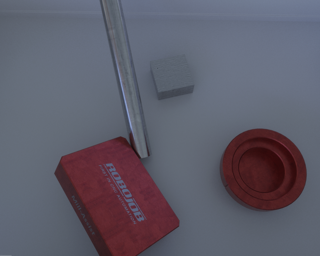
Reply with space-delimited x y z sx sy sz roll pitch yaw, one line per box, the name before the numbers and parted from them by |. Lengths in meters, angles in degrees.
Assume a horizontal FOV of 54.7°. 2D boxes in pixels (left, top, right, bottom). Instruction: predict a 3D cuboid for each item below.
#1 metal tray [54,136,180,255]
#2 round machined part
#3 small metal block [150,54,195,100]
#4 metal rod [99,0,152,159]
metal tray | -0.049 0.079 0.354 0.091 0.030 0.130 -20 68 -41
round machined part | 0.123 0.053 0.383 0.099 0.042 0.098 0 70 -1
small metal block | 0.016 -0.072 0.436 0.050 0.025 0.050 -13 71 -5
metal rod | -0.051 -0.109 0.377 0.025 0.025 0.298 -12 98 -5
